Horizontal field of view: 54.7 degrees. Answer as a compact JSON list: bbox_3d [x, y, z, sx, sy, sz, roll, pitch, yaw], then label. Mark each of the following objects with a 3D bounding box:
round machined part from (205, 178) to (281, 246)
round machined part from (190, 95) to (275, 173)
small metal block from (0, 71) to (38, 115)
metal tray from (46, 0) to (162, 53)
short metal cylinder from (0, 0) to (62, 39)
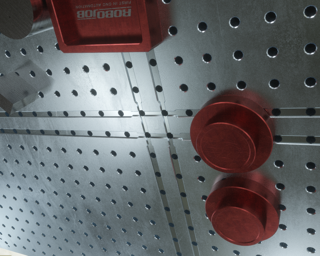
[{"bbox_3d":[0.108,0.118,0.416,0.098,0.042,0.097,13,124,20],"label":"round machined part"},{"bbox_3d":[0.081,0.014,0.365,0.098,0.042,0.097,13,124,20],"label":"round machined part"},{"bbox_3d":[-0.229,-0.055,0.479,0.050,0.050,0.025,39,129,1],"label":"small metal block"},{"bbox_3d":[-0.068,-0.135,0.358,0.130,0.030,0.089,6,121,25],"label":"metal tray"},{"bbox_3d":[-0.172,-0.157,0.386,0.080,0.050,0.079,13,124,20],"label":"short metal cylinder"}]
